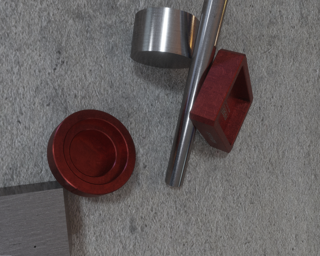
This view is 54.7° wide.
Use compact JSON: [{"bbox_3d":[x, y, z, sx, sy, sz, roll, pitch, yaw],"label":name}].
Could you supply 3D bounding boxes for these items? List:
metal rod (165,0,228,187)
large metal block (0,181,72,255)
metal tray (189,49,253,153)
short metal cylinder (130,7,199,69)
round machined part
[{"bbox_3d":[0.045,-0.062,0.361,0.025,0.025,0.298,2,115,-20],"label":"metal rod"},{"bbox_3d":[-0.142,0.105,0.339,0.081,0.050,0.079,-6,92,-13],"label":"large metal block"},{"bbox_3d":[0.083,-0.028,0.393,0.030,0.130,0.090,21,80,26],"label":"metal tray"},{"bbox_3d":[0.006,-0.108,0.383,0.081,0.080,0.050,7,88,-20],"label":"short metal cylinder"},{"bbox_3d":[-0.081,0.031,0.358,0.099,0.042,0.098,15,63,-32],"label":"round machined part"}]
